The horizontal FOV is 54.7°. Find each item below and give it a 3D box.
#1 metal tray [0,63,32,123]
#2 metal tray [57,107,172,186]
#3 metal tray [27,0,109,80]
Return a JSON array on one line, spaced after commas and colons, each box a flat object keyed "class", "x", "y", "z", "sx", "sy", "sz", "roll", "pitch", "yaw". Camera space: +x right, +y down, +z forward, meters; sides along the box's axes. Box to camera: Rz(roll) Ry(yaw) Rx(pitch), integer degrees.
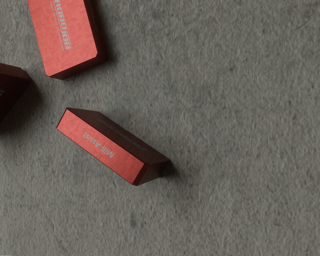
[{"class": "metal tray", "x": -0.269, "y": -0.040, "z": 0.466, "sx": 0.030, "sy": 0.090, "sz": 0.130, "roll": 46, "pitch": 104, "yaw": 14}, {"class": "metal tray", "x": -0.057, "y": 0.021, "z": 0.405, "sx": 0.130, "sy": 0.090, "sz": 0.030, "roll": 33, "pitch": 100, "yaw": 17}, {"class": "metal tray", "x": -0.136, "y": -0.146, "z": 0.453, "sx": 0.090, "sy": 0.030, "sz": 0.129, "roll": -18, "pitch": 84, "yaw": 18}]
